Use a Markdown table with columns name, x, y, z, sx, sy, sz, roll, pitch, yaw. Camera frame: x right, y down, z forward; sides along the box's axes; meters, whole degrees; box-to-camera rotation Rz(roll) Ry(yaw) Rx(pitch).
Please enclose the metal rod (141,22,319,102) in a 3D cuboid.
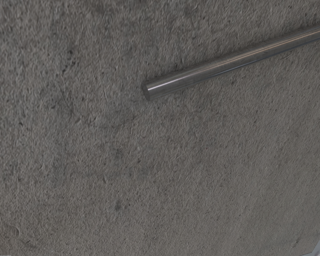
| name | x | y | z | sx | sy | sz | roll | pitch | yaw |
| --- | --- | --- | --- | --- | --- | --- | --- | --- | --- |
| metal rod | 0.118 | -0.096 | 0.412 | 0.302 | 0.025 | 0.025 | -21 | 127 | -16 |
